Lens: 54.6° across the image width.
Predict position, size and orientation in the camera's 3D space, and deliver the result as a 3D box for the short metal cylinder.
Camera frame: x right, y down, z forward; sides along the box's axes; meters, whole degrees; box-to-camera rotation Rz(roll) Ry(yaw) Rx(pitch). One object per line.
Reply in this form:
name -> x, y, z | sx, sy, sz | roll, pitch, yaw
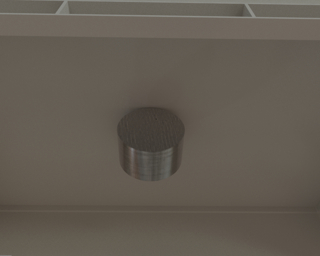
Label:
short metal cylinder -> -0.011, 0.019, 0.385 | 0.080, 0.080, 0.050 | 1, 130, -1
